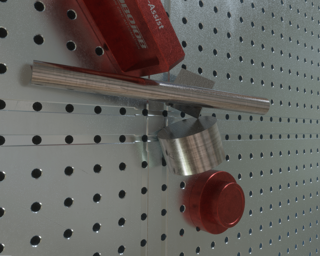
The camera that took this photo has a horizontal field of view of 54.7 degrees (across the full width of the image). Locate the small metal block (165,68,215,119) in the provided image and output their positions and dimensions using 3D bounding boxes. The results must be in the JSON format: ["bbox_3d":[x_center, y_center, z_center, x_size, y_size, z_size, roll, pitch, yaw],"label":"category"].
[{"bbox_3d":[0.041,-0.048,0.428,0.050,0.025,0.050,25,67,9],"label":"small metal block"}]

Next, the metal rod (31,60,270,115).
[{"bbox_3d":[0.010,-0.043,0.371,0.302,0.025,0.025,5,87,-26],"label":"metal rod"}]

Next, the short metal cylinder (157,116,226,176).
[{"bbox_3d":[0.042,0.021,0.411,0.081,0.080,0.050,-29,109,-37],"label":"short metal cylinder"}]

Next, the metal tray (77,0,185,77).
[{"bbox_3d":[-0.037,-0.120,0.336,0.030,0.090,0.130,-43,116,-32],"label":"metal tray"}]

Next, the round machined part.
[{"bbox_3d":[0.095,0.116,0.481,0.099,0.042,0.097,0,90,-40],"label":"round machined part"}]
